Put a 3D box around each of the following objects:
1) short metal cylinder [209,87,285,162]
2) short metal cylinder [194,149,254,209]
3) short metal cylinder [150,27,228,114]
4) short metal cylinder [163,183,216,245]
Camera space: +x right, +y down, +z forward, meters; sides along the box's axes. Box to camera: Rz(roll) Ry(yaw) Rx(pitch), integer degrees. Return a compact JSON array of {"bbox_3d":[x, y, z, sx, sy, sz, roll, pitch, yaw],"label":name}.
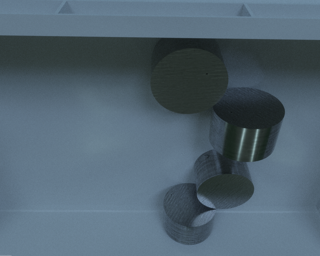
[{"bbox_3d":[0.101,-0.006,0.369,0.080,0.080,0.050,-1,130,1],"label":"short metal cylinder"},{"bbox_3d":[0.093,0.075,0.457,0.081,0.050,0.079,0,130,0],"label":"short metal cylinder"},{"bbox_3d":[0.030,-0.062,0.340,0.081,0.050,0.079,0,130,0],"label":"short metal cylinder"},{"bbox_3d":[0.045,0.134,0.487,0.081,0.080,0.050,0,130,0],"label":"short metal cylinder"}]
